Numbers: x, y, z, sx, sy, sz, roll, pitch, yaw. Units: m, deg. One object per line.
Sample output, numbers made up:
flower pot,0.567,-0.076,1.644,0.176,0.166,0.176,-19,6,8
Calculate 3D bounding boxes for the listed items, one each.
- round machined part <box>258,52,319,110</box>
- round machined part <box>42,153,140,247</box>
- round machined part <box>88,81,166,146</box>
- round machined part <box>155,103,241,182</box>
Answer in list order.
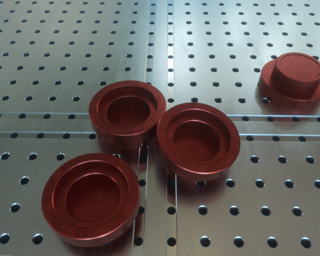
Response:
round machined part,0.201,-0.076,0.461,0.099,0.042,0.098,0,50,0
round machined part,-0.070,0.078,0.331,0.099,0.042,0.098,0,50,0
round machined part,-0.041,-0.015,0.409,0.099,0.042,0.098,0,50,0
round machined part,0.043,0.020,0.374,0.099,0.042,0.098,5,55,-6
